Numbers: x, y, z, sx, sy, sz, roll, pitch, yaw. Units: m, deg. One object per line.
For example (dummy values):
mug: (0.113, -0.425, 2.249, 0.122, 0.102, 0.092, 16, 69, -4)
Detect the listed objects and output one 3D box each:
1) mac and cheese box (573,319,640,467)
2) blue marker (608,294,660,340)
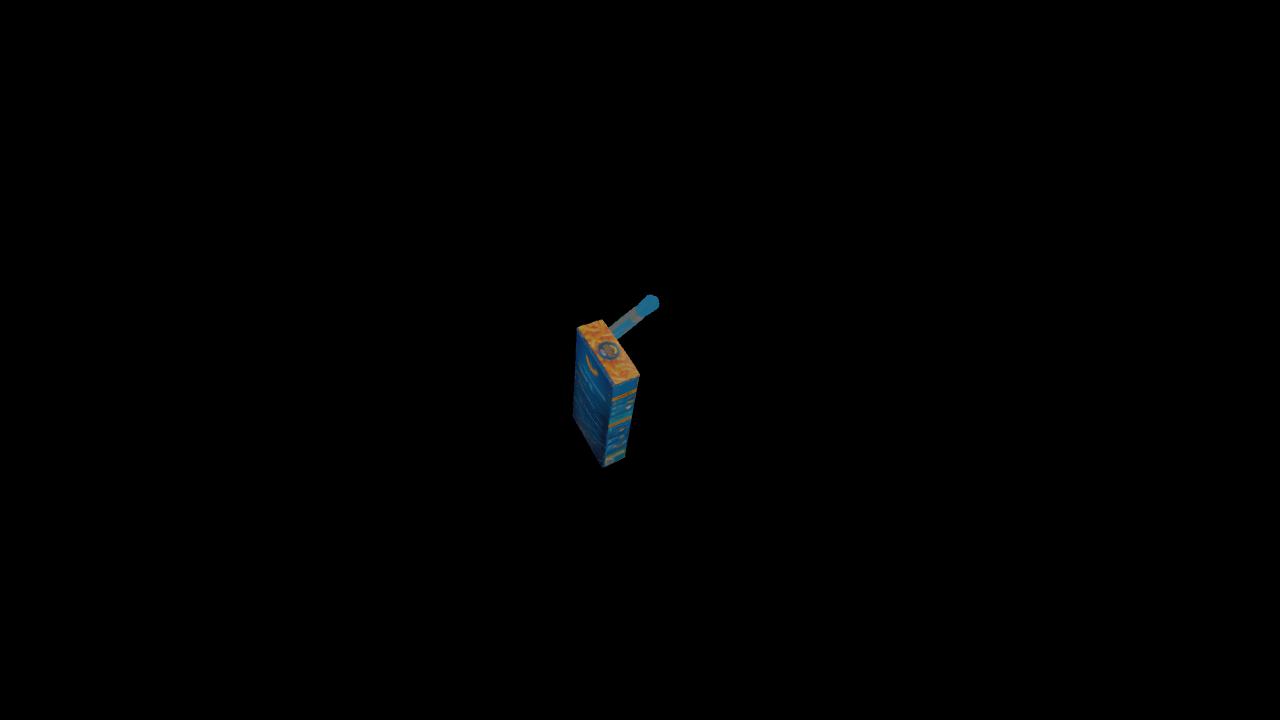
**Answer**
mac and cheese box: (-0.046, 0.046, 0.753, 0.041, 0.093, 0.184, -20, -32, -22)
blue marker: (-0.018, -0.042, 0.721, 0.020, 0.020, 0.121, 0, -25, -41)
